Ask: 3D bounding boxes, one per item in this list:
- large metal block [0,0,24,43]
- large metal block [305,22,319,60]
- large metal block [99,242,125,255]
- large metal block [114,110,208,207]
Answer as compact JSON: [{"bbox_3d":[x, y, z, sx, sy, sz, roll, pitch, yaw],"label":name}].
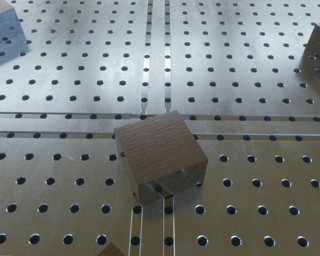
[{"bbox_3d":[-0.306,-0.191,0.548,0.080,0.050,0.080,-36,59,-27],"label":"large metal block"},{"bbox_3d":[0.309,-0.143,0.516,0.081,0.050,0.080,-24,54,-19],"label":"large metal block"},{"bbox_3d":[-0.047,0.151,0.245,0.050,0.080,0.080,34,58,25],"label":"large metal block"},{"bbox_3d":[-0.001,0.033,0.363,0.081,0.050,0.080,-18,53,-15],"label":"large metal block"}]
